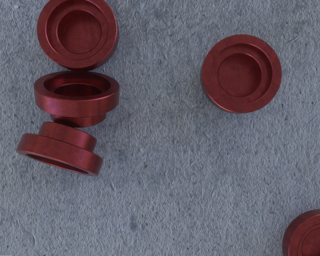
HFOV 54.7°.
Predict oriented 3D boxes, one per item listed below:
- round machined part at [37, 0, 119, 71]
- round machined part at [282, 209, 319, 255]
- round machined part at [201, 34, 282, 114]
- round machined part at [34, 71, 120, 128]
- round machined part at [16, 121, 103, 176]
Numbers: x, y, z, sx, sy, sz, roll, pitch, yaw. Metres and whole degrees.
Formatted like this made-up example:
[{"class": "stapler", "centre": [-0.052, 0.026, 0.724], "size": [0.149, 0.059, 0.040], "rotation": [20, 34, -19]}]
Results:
[{"class": "round machined part", "centre": [-0.102, -0.121, 0.400], "size": [0.099, 0.042, 0.097], "rotation": [0, 90, 0]}, {"class": "round machined part", "centre": [0.208, 0.154, 0.403], "size": [0.099, 0.042, 0.097], "rotation": [0, 90, 0]}, {"class": "round machined part", "centre": [0.101, -0.067, 0.402], "size": [0.099, 0.042, 0.097], "rotation": [0, 90, 0]}, {"class": "round machined part", "centre": [-0.100, -0.034, 0.379], "size": [0.099, 0.098, 0.042], "rotation": [7, 118, 0]}, {"class": "round machined part", "centre": [-0.116, 0.024, 0.375], "size": [0.099, 0.098, 0.042], "rotation": [16, 73, 0]}]
